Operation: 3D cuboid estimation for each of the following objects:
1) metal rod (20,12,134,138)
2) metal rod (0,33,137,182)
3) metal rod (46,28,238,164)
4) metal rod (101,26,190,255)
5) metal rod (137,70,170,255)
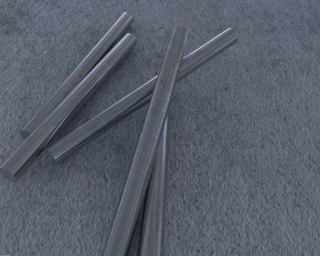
[{"bbox_3d":[-0.113,-0.096,0.482,0.025,0.025,0.301,16,52,13],"label":"metal rod"},{"bbox_3d":[-0.109,-0.049,0.434,0.025,0.025,0.301,18,49,14],"label":"metal rod"},{"bbox_3d":[-0.012,-0.051,0.415,0.301,0.025,0.025,-36,58,-16],"label":"metal rod"},{"bbox_3d":[-0.008,-0.001,0.360,0.025,0.025,0.300,11,64,9],"label":"metal rod"},{"bbox_3d":[-0.003,0.035,0.373,0.025,0.025,0.300,3,50,2],"label":"metal rod"}]
